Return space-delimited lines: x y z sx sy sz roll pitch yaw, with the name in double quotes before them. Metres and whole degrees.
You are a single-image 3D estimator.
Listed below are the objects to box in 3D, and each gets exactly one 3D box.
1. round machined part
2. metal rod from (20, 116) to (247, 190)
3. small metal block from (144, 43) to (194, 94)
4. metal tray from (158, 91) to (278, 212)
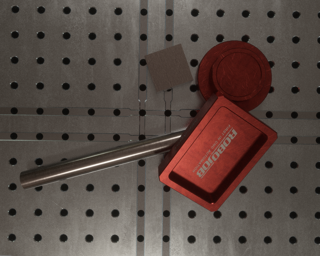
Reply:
"round machined part" 0.098 -0.067 0.406 0.099 0.042 0.097 0 90 -1
"metal rod" -0.034 0.031 0.412 0.302 0.025 0.025 -15 90 -1
"small metal block" 0.011 -0.078 0.414 0.050 0.025 0.050 -19 90 -1
"metal tray" 0.069 0.031 0.389 0.090 0.030 0.129 33 103 -11
